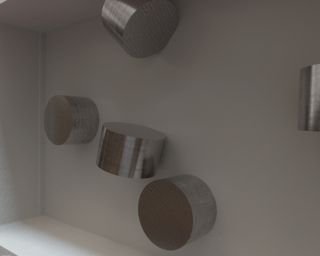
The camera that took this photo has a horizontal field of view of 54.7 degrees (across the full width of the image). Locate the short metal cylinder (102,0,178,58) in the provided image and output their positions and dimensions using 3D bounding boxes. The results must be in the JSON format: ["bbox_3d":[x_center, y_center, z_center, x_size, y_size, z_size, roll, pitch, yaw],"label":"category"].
[{"bbox_3d":[-0.025,-0.136,0.390,0.050,0.081,0.080,50,119,28],"label":"short metal cylinder"}]

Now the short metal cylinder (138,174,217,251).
[{"bbox_3d":[0.020,0.099,0.372,0.080,0.050,0.079,0,90,39],"label":"short metal cylinder"}]

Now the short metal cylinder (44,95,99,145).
[{"bbox_3d":[-0.146,-0.013,0.508,0.080,0.050,0.079,0,90,39],"label":"short metal cylinder"}]

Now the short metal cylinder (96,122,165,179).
[{"bbox_3d":[-0.038,0.027,0.400,0.080,0.081,0.050,20,103,38],"label":"short metal cylinder"}]

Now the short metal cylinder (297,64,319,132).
[{"bbox_3d":[0.153,-0.022,0.244,0.080,0.081,0.050,3,92,39],"label":"short metal cylinder"}]
